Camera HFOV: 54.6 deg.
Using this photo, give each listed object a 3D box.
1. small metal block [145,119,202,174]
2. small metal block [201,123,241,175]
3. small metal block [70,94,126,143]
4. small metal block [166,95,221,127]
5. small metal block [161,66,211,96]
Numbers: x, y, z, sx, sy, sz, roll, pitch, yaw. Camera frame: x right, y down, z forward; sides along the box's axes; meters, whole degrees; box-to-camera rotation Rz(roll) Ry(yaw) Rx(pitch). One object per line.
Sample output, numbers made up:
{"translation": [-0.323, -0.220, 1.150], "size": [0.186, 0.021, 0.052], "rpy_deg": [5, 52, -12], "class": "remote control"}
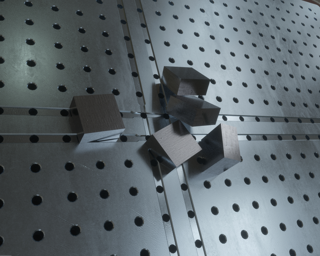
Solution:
{"translation": [0.018, 0.023, 0.403], "size": [0.050, 0.025, 0.050], "rpy_deg": [-29, 78, -37], "class": "small metal block"}
{"translation": [0.080, 0.029, 0.417], "size": [0.025, 0.050, 0.050], "rpy_deg": [14, 56, -20], "class": "small metal block"}
{"translation": [-0.076, -0.012, 0.375], "size": [0.050, 0.025, 0.050], "rpy_deg": [-8, 66, -32], "class": "small metal block"}
{"translation": [0.046, -0.024, 0.425], "size": [0.050, 0.025, 0.050], "rpy_deg": [-5, 27, -44], "class": "small metal block"}
{"translation": [0.037, -0.069, 0.455], "size": [0.050, 0.025, 0.050], "rpy_deg": [-4, 31, -30], "class": "small metal block"}
